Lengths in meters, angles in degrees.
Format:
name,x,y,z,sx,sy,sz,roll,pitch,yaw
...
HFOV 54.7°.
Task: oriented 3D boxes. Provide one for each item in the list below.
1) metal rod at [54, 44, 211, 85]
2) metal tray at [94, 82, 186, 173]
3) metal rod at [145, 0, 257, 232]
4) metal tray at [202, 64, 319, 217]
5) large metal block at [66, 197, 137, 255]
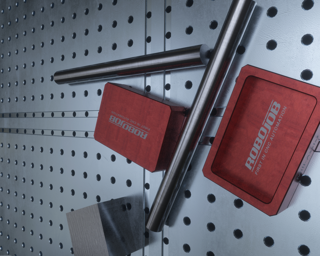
name,x,y,z,sx,sy,sz,roll,pitch,yaw
metal rod,-0.063,-0.088,0.458,0.300,0.025,0.025,1,91,39
metal tray,-0.034,-0.005,0.432,0.130,0.030,0.089,24,105,37
metal rod,0.042,-0.003,0.373,0.025,0.025,0.298,32,110,35
metal tray,0.106,0.010,0.317,0.090,0.030,0.129,29,108,36
large metal block,-0.090,0.155,0.465,0.080,0.050,0.080,-25,74,37
